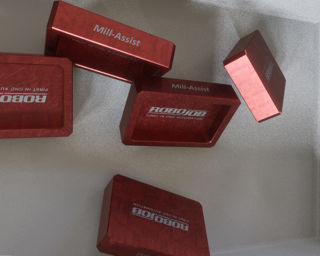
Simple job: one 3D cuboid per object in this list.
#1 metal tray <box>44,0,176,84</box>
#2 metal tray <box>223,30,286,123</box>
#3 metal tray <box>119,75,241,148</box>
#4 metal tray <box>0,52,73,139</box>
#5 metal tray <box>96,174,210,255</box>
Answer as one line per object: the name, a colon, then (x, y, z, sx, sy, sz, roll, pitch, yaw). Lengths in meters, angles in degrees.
metal tray: (-0.060, -0.088, 0.352, 0.131, 0.090, 0.030, 15, 78, -20)
metal tray: (0.133, -0.075, 0.418, 0.090, 0.030, 0.131, 56, 34, -12)
metal tray: (0.023, -0.016, 0.387, 0.131, 0.089, 0.030, 3, 46, -21)
metal tray: (-0.163, -0.036, 0.335, 0.131, 0.030, 0.089, -1, 106, -21)
metal tray: (-0.005, 0.116, 0.376, 0.131, 0.090, 0.030, 23, 124, -19)
